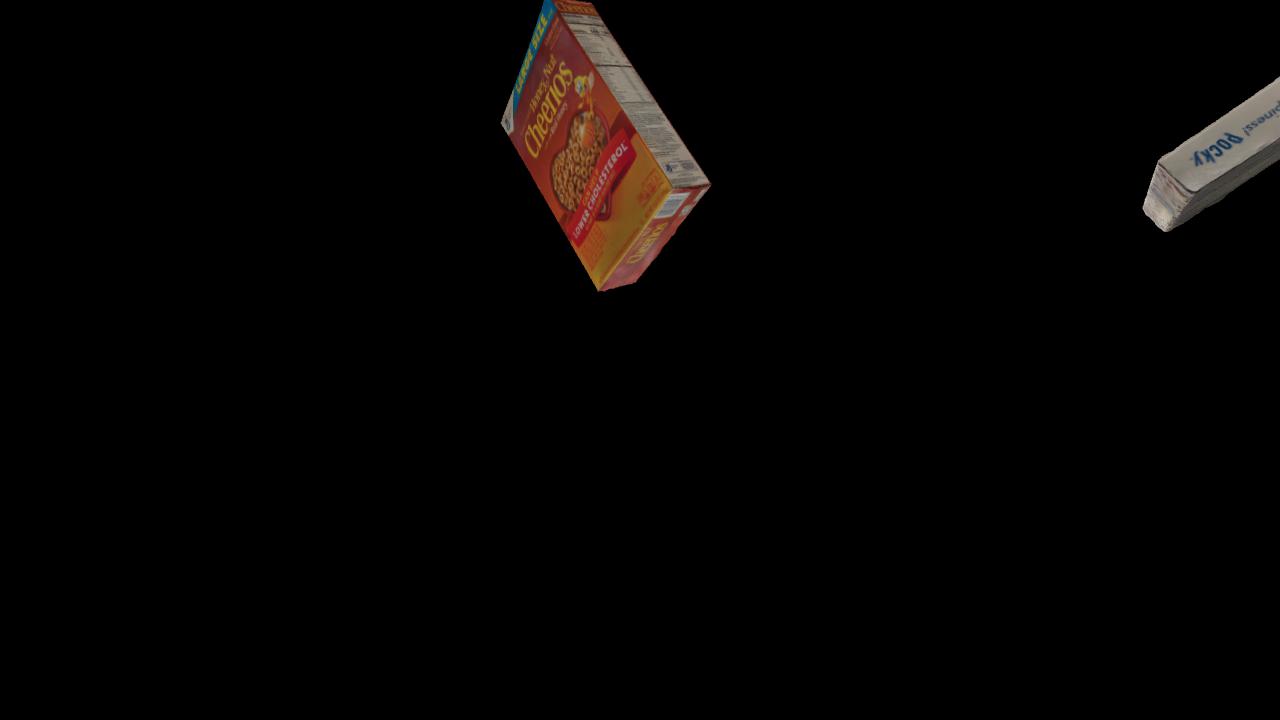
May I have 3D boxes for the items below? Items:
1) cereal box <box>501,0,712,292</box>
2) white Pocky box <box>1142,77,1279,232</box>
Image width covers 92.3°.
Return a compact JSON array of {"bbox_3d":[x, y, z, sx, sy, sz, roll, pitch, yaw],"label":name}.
[{"bbox_3d":[-0.060,-0.270,0.791,0.081,0.306,0.203,-20,-17,-38],"label":"cereal box"},{"bbox_3d":[0.341,-0.118,0.351,0.084,0.028,0.154,-42,-21,31],"label":"white Pocky box"}]
